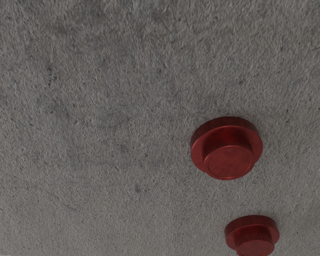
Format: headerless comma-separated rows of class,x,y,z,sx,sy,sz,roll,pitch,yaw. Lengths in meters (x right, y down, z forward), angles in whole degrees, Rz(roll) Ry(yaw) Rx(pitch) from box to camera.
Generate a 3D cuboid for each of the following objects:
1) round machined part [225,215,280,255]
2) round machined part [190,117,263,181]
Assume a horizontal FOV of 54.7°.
round machined part,0.172,0.207,0.574,0.099,0.042,0.097,0,130,0
round machined part,0.092,0.035,0.426,0.099,0.042,0.097,0,130,0
